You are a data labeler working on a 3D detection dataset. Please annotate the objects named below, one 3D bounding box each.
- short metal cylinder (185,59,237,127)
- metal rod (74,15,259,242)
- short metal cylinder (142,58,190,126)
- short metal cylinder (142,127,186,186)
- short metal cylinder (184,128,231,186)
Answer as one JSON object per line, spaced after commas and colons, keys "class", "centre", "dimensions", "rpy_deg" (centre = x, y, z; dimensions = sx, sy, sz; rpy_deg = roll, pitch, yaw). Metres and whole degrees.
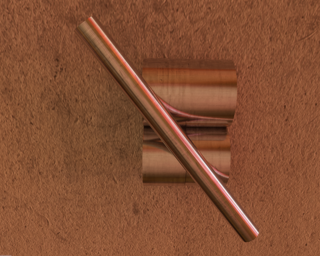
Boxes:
{"class": "short metal cylinder", "centre": [0.056, -0.041, 0.367], "dimensions": [0.050, 0.080, 0.079], "rpy_deg": [1, 110, 0]}
{"class": "metal rod", "centre": [0.019, 0.015, 0.331], "dimensions": [0.025, 0.025, 0.300], "rpy_deg": [-35, 107, 12]}
{"class": "short metal cylinder", "centre": [0.006, -0.042, 0.366], "dimensions": [0.050, 0.080, 0.079], "rpy_deg": [1, 110, 0]}
{"class": "short metal cylinder", "centre": [0.005, 0.034, 0.394], "dimensions": [0.050, 0.080, 0.079], "rpy_deg": [1, 110, 0]}
{"class": "short metal cylinder", "centre": [0.056, 0.033, 0.395], "dimensions": [0.050, 0.080, 0.079], "rpy_deg": [1, 110, 0]}
